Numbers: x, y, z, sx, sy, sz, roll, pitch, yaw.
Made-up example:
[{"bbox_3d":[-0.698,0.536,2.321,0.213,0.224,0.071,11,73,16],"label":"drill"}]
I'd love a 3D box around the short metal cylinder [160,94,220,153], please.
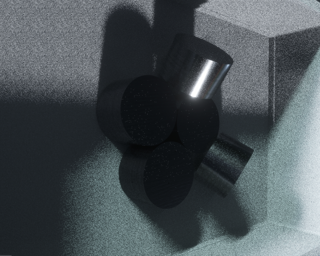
[{"bbox_3d":[0.035,-0.007,0.419,0.081,0.050,0.079,0,90,-40],"label":"short metal cylinder"}]

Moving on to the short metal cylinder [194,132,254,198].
[{"bbox_3d":[0.090,0.052,0.439,0.080,0.050,0.080,-54,166,-20],"label":"short metal cylinder"}]

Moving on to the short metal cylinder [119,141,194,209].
[{"bbox_3d":[-0.004,0.056,0.387,0.081,0.050,0.079,0,90,-40],"label":"short metal cylinder"}]

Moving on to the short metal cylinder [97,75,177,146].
[{"bbox_3d":[-0.026,-0.020,0.367,0.081,0.050,0.079,0,90,-40],"label":"short metal cylinder"}]

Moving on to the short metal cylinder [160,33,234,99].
[{"bbox_3d":[0.047,-0.081,0.400,0.081,0.080,0.050,-4,131,-40],"label":"short metal cylinder"}]
